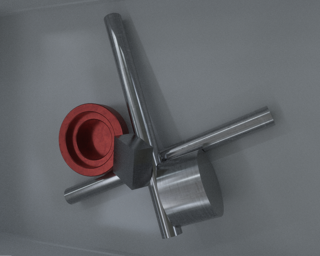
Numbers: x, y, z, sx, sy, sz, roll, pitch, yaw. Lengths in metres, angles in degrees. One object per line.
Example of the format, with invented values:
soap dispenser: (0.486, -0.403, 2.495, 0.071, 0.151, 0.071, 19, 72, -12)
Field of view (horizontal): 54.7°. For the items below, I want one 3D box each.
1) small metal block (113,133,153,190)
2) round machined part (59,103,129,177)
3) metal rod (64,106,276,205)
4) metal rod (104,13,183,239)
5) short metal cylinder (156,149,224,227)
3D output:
small metal block: (-0.034, 0.039, 0.376, 0.050, 0.025, 0.050, 29, 120, 50)
round machined part: (-0.086, 0.016, 0.430, 0.098, 0.042, 0.097, 0, 90, 19)
metal rod: (-0.001, 0.043, 0.408, 0.300, 0.025, 0.025, -24, 82, 18)
metal rod: (-0.026, -0.013, 0.398, 0.025, 0.025, 0.299, -20, 76, 18)
short metal cylinder: (0.037, 0.071, 0.366, 0.050, 0.080, 0.080, -21, 83, 18)
